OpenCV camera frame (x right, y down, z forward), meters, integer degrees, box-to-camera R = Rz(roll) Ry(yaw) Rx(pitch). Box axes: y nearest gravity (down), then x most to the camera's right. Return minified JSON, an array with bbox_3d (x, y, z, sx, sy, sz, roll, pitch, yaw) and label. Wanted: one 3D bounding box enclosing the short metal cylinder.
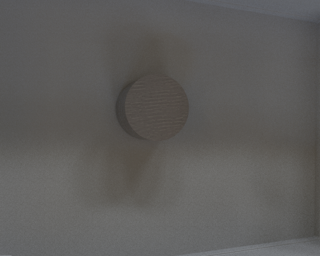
[{"bbox_3d":[-0.011,-0.024,0.391,0.081,0.050,0.080,0,90,-20],"label":"short metal cylinder"}]
